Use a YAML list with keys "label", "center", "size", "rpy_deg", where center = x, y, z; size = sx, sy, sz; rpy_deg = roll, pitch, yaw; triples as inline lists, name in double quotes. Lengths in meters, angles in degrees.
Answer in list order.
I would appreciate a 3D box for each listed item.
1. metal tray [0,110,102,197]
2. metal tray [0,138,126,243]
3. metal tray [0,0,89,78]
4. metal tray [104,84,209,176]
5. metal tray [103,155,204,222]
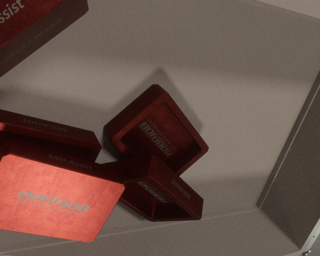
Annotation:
- label: "metal tray"
  center: [-0.144, 0.035, 0.349]
  size: [0.131, 0.030, 0.089]
  rpy_deg: [16, 110, -35]
- label: "metal tray"
  center: [-0.116, 0.073, 0.337]
  size: [0.131, 0.030, 0.090]
  rpy_deg: [22, 108, -29]
- label: "metal tray"
  center: [-0.120, -0.078, 0.250]
  size: [0.130, 0.090, 0.030]
  rpy_deg: [-38, 104, -3]
- label: "metal tray"
  center: [0.000, 0.016, 0.416]
  size: [0.090, 0.030, 0.130]
  rpy_deg: [-41, 130, 0]
- label: "metal tray"
  center: [-0.010, 0.087, 0.419]
  size: [0.090, 0.030, 0.130]
  rpy_deg: [-13, 138, 32]
